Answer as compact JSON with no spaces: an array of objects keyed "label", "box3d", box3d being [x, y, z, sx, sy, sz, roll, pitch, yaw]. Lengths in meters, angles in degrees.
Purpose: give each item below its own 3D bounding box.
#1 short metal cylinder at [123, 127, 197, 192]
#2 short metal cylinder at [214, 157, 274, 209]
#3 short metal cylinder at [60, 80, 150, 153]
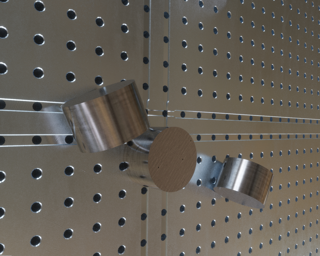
[{"label":"short metal cylinder","box3d":[0.001,0.038,0.396,0.081,0.050,0.079,0,90,-40]},{"label":"short metal cylinder","box3d":[0.131,0.087,0.486,0.080,0.080,0.050,38,67,-34]},{"label":"short metal cylinder","box3d":[-0.056,-0.014,0.328,0.081,0.080,0.050,-31,110,-36]}]
